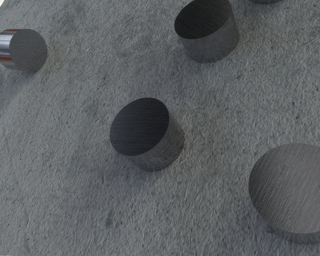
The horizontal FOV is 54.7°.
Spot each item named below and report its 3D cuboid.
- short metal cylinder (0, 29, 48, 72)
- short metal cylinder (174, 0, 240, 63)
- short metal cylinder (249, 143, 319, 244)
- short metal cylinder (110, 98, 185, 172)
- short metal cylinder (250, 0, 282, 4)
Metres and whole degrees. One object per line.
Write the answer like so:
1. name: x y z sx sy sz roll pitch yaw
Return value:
1. short metal cylinder: -0.270 -0.152 0.604 0.050 0.080 0.080 12 68 33
2. short metal cylinder: 0.067 -0.139 0.438 0.080 0.050 0.080 -13 56 21
3. short metal cylinder: 0.127 0.060 0.284 0.080 0.050 0.080 -13 56 21
4. short metal cylinder: -0.015 0.009 0.391 0.080 0.050 0.080 -13 56 21
5. short metal cylinder: 0.158 -0.226 0.443 0.080 0.050 0.080 -13 56 21
